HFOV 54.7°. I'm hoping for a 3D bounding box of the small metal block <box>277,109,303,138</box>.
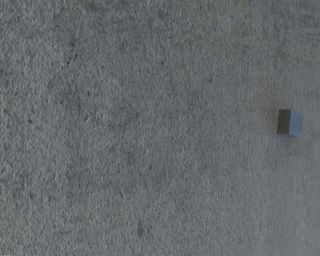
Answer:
[{"bbox_3d":[0.263,-0.008,0.625,0.050,0.025,0.050,12,82,-39],"label":"small metal block"}]
